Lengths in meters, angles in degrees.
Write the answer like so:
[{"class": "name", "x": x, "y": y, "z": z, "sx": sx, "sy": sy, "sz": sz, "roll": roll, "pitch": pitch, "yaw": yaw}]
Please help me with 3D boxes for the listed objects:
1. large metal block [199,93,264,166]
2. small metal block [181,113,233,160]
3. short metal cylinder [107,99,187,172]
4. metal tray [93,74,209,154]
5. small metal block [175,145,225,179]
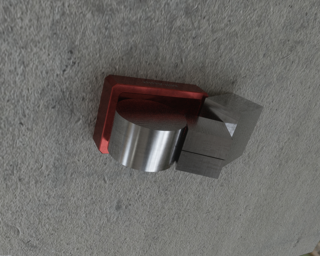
[{"class": "large metal block", "x": 0.090, "y": 0.001, "z": 0.423, "sx": 0.081, "sy": 0.050, "sz": 0.079, "roll": -16, "pitch": 130, "yaw": -52}, {"class": "small metal block", "x": 0.051, "y": 0.009, "z": 0.358, "sx": 0.050, "sy": 0.050, "sz": 0.025, "roll": 13, "pitch": 113, "yaw": -6}, {"class": "short metal cylinder", "x": -0.015, "y": 0.006, "z": 0.351, "sx": 0.081, "sy": 0.080, "sz": 0.050, "roll": 1, "pitch": 118, "yaw": -29}, {"class": "metal tray", "x": -0.011, "y": -0.014, "z": 0.391, "sx": 0.131, "sy": 0.030, "sz": 0.089, "roll": 2, "pitch": 118, "yaw": -30}, {"class": "small metal block", "x": 0.045, "y": 0.031, "z": 0.368, "sx": 0.050, "sy": 0.050, "sz": 0.025, "roll": 13, "pitch": 113, "yaw": -6}]
